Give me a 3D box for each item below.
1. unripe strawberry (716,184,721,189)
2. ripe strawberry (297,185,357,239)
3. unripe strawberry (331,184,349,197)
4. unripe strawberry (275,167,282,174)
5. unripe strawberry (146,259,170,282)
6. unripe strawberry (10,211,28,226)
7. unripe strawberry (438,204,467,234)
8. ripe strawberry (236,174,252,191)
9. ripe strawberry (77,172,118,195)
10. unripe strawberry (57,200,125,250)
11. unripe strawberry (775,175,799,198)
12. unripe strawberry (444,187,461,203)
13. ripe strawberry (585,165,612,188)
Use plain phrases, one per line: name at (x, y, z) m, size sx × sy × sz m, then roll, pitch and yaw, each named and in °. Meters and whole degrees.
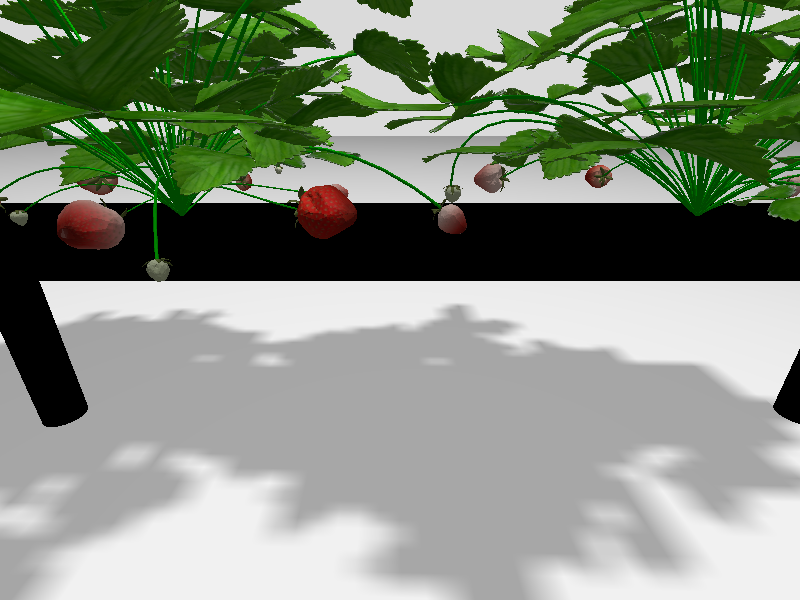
unripe strawberry at (0.361, -0.123, 0.449) m, size 0.011 × 0.012 × 0.012 m, roll 20°, pitch 31°, yaw 38°
ripe strawberry at (-0.048, -0.059, 0.270) m, size 0.037 × 0.036 × 0.040 m, roll 13°, pitch 27°, yaw 26°
unripe strawberry at (-0.062, -0.107, 0.403) m, size 0.020 × 0.020 × 0.019 m, roll -10°, pitch 26°, yaw -24°
unripe strawberry at (-0.164, -0.175, 0.541) m, size 0.009 × 0.010 × 0.010 m, roll 3°, pitch 24°, yaw 6°
unripe strawberry at (-0.122, -0.014, 0.202) m, size 0.010 × 0.011 × 0.011 m, roll -10°, pitch -17°, yaw -21°
unripe strawberry at (-0.306, -0.066, 0.322) m, size 0.011 × 0.011 × 0.010 m, roll -6°, pitch 24°, yaw -13°
unripe strawberry at (0.038, -0.058, 0.289) m, size 0.020 × 0.023 × 0.023 m, roll -46°, pitch 4°, yaw 28°
ripe strawberry at (-0.184, -0.140, 0.474) m, size 0.018 × 0.021 × 0.020 m, roll 1°, pitch 11°, yaw 2°
ripe strawberry at (-0.352, -0.143, 0.460) m, size 0.044 × 0.043 × 0.041 m, roll 17°, pitch 29°, yaw 35°
unripe strawberry at (-0.192, -0.045, 0.246) m, size 0.035 × 0.030 × 0.035 m, roll 0°, pitch 24°, yaw 1°
unripe strawberry at (0.429, -0.125, 0.440) m, size 0.025 × 0.024 × 0.023 m, roll -13°, pitch 27°, yaw -29°
unripe strawberry at (0.051, -0.102, 0.386) m, size 0.016 × 0.015 × 0.014 m, roll 5°, pitch 24°, yaw 11°
ripe strawberry at (0.242, -0.151, 0.492) m, size 0.030 × 0.027 × 0.027 m, roll -3°, pitch 15°, yaw -6°
